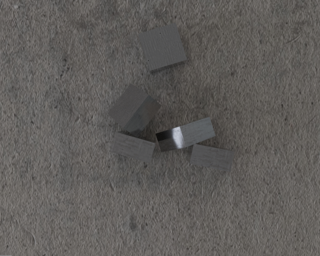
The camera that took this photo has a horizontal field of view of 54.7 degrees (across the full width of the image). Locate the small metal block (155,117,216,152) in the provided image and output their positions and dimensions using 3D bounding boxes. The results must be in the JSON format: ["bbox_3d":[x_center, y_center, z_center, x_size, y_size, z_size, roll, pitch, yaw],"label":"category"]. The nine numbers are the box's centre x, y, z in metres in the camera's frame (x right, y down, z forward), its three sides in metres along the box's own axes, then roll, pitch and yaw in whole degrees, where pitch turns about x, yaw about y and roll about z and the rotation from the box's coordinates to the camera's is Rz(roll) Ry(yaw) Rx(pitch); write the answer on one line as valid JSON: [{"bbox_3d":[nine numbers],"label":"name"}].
[{"bbox_3d":[0.032,0.009,0.388,0.050,0.050,0.025,-17,90,-36],"label":"small metal block"}]

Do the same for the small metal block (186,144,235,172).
[{"bbox_3d":[0.063,0.036,0.398,0.050,0.050,0.025,11,91,0],"label":"small metal block"}]

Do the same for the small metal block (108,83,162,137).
[{"bbox_3d":[-0.033,-0.023,0.395,0.025,0.050,0.050,38,90,-39],"label":"small metal block"}]

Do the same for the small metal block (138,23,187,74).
[{"bbox_3d":[0.003,-0.104,0.410,0.050,0.025,0.050,-17,90,0],"label":"small metal block"}]

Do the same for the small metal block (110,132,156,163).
[{"bbox_3d":[-0.033,0.023,0.397,0.050,0.050,0.025,16,91,0],"label":"small metal block"}]
